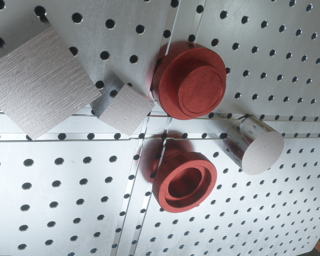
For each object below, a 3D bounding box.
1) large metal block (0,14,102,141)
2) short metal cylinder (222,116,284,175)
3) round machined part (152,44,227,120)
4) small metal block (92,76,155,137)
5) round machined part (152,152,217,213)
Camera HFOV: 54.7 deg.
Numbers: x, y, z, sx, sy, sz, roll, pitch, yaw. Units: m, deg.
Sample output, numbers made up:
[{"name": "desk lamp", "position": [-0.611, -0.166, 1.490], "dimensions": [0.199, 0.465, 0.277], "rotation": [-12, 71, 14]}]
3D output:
[{"name": "large metal block", "position": [-0.118, -0.049, 0.301], "dimensions": [0.080, 0.050, 0.080], "rotation": [-35, 129, -5]}, {"name": "short metal cylinder", "position": [0.148, 0.028, 0.493], "dimensions": [0.081, 0.050, 0.079], "rotation": [-14, 124, -21]}, {"name": "round machined part", "position": [0.043, -0.052, 0.391], "dimensions": [0.099, 0.042, 0.097], "rotation": [-14, 124, -21]}, {"name": "small metal block", "position": [-0.043, -0.025, 0.372], "dimensions": [0.050, 0.025, 0.050], "rotation": [32, 100, -38]}, {"name": "round machined part", "position": [0.033, 0.076, 0.465], "dimensions": [0.099, 0.042, 0.097], "rotation": [-14, 124, -21]}]
